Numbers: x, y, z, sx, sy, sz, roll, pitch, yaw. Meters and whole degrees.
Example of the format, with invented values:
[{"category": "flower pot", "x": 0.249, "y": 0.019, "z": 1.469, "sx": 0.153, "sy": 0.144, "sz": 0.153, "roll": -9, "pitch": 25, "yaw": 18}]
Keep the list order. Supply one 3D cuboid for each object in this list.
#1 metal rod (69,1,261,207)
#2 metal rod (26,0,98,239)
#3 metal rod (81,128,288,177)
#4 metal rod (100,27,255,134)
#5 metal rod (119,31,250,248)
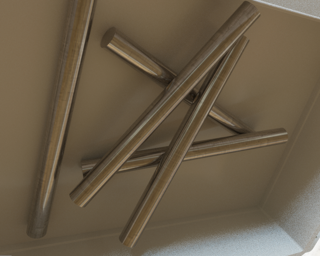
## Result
[{"category": "metal rod", "x": 0.002, "y": -0.024, "z": 0.360, "sx": 0.300, "sy": 0.025, "sz": 0.025, "roll": -47, "pitch": 129, "yaw": 5}, {"category": "metal rod", "x": -0.116, "y": 0.004, "z": 0.347, "sx": 0.025, "sy": 0.025, "sz": 0.298, "roll": 5, "pitch": 116, "yaw": -31}, {"category": "metal rod", "x": 0.045, "y": 0.032, "z": 0.432, "sx": 0.302, "sy": 0.025, "sz": 0.025, "roll": -8, "pitch": 122, "yaw": -17}, {"category": "metal rod", "x": 0.051, "y": -0.037, "z": 0.413, "sx": 0.301, "sy": 0.025, "sz": 0.025, "roll": 29, "pitch": 103, "yaw": -38}, {"category": "metal rod", "x": 0.027, "y": 0.020, "z": 0.392, "sx": 0.025, "sy": 0.025, "sz": 0.299, "roll": 23, "pitch": 100, "yaw": -36}]
